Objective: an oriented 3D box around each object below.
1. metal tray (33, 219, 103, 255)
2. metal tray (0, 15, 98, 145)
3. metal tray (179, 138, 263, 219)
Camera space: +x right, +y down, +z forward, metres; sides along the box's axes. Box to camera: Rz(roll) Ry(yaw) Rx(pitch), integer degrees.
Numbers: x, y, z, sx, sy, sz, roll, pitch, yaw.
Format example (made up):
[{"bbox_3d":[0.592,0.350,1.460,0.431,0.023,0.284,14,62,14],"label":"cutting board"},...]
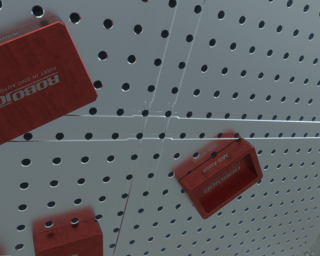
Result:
[{"bbox_3d":[-0.133,0.203,0.462,0.091,0.030,0.129,-9,123,-24],"label":"metal tray"},{"bbox_3d":[-0.140,-0.043,0.306,0.131,0.030,0.090,-27,128,-12],"label":"metal tray"},{"bbox_3d":[0.106,0.086,0.521,0.130,0.030,0.090,-34,129,-6],"label":"metal tray"}]
